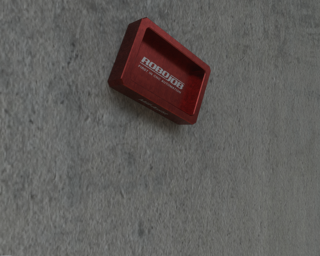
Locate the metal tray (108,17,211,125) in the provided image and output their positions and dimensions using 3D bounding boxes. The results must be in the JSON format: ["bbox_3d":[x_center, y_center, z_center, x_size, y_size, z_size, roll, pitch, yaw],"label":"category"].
[{"bbox_3d":[0.005,-0.068,0.404,0.131,0.030,0.090,27,73,-37],"label":"metal tray"}]
